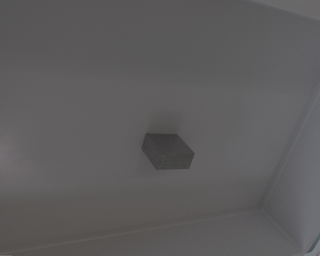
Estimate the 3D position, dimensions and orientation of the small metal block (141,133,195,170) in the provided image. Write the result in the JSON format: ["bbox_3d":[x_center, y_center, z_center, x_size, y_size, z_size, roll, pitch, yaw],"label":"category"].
[{"bbox_3d":[0.010,0.031,0.416,0.050,0.050,0.025,3,117,-30],"label":"small metal block"}]
